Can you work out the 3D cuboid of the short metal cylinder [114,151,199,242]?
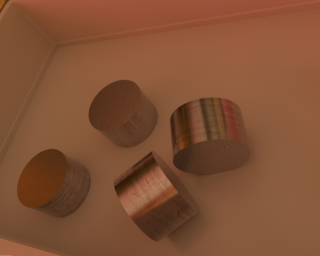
[{"bbox_3d":[-0.003,0.071,0.329,0.050,0.080,0.080,-38,51,3],"label":"short metal cylinder"}]

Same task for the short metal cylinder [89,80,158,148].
[{"bbox_3d":[-0.050,-0.019,0.428,0.080,0.050,0.080,-13,56,21],"label":"short metal cylinder"}]

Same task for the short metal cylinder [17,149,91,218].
[{"bbox_3d":[-0.142,0.075,0.419,0.080,0.050,0.080,-13,56,21],"label":"short metal cylinder"}]

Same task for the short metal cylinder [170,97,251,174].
[{"bbox_3d":[0.052,0.011,0.336,0.080,0.080,0.050,-16,56,19],"label":"short metal cylinder"}]
